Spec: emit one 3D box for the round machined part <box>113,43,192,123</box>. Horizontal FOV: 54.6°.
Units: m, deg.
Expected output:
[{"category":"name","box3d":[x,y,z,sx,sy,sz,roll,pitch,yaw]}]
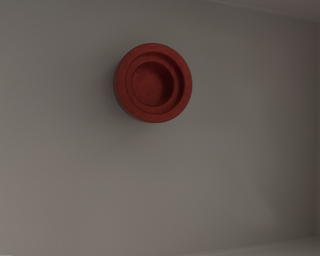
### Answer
[{"category":"round machined part","box3d":[-0.012,-0.055,0.397,0.099,0.042,0.097,0,90,-20]}]
